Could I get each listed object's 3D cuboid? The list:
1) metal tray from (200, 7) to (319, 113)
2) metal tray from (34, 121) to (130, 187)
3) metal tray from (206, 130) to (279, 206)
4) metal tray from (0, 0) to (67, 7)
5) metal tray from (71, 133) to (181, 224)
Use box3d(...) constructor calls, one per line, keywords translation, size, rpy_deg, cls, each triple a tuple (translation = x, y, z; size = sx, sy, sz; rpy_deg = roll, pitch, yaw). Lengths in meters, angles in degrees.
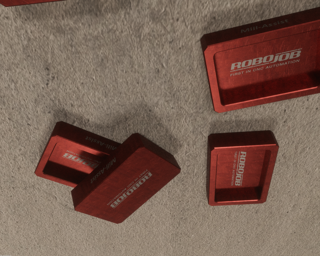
box3d(translation=(0.118, -0.071, 0.344), size=(0.131, 0.030, 0.090), rpy_deg=(-11, 130, 9), cls="metal tray")
box3d(translation=(-0.101, 0.051, 0.446), size=(0.131, 0.030, 0.089), rpy_deg=(23, 126, -19), cls="metal tray")
box3d(translation=(0.117, 0.063, 0.459), size=(0.091, 0.030, 0.129), rpy_deg=(-4, 130, 2), cls="metal tray")
box3d(translation=(-0.088, -0.160, 0.265), size=(0.131, 0.030, 0.089), rpy_deg=(-5, 130, 3), cls="metal tray")
box3d(translation=(-0.047, 0.075, 0.432), size=(0.130, 0.030, 0.090), rpy_deg=(-43, 134, 12), cls="metal tray")
